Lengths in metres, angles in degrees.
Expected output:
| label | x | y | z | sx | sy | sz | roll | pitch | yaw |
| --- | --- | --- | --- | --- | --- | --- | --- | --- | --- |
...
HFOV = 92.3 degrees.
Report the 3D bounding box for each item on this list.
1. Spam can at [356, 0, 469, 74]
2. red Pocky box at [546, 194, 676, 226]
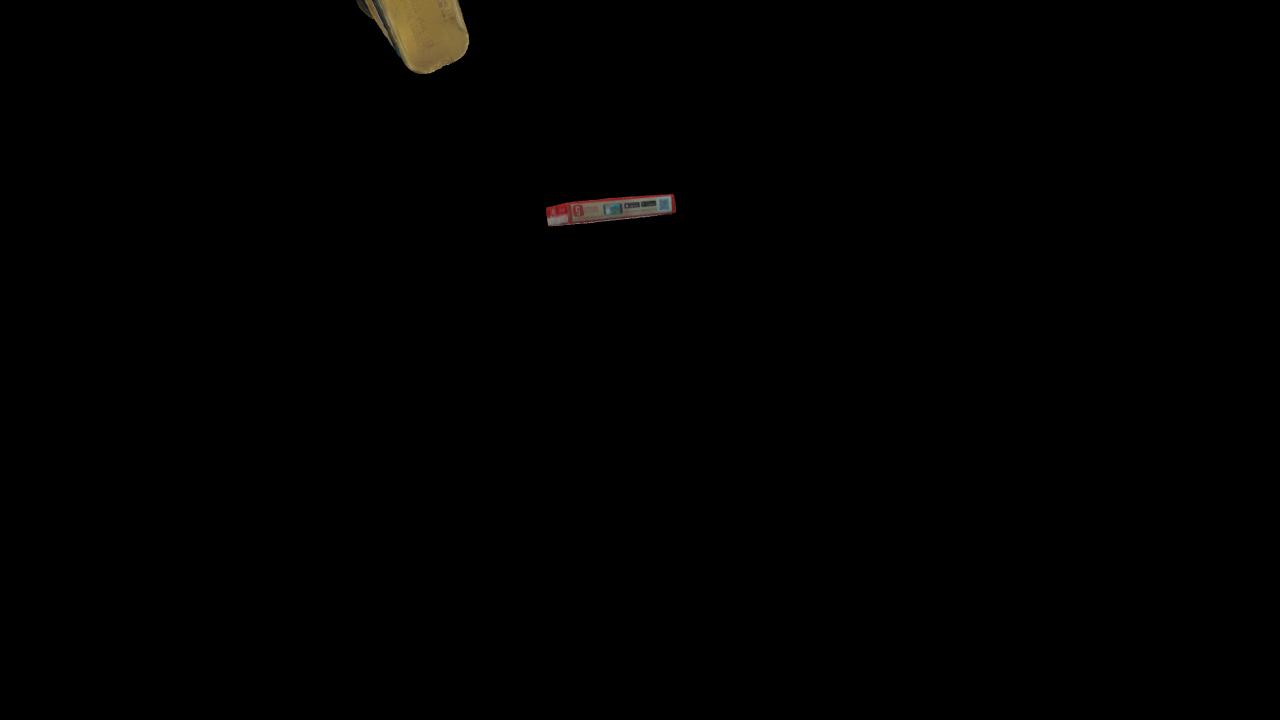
| label | x | y | z | sx | sy | sz | roll | pitch | yaw |
| --- | --- | --- | --- | --- | --- | --- | --- | --- | --- |
| Spam can | -0.169 | -0.268 | 0.427 | 0.058 | 0.085 | 0.101 | -30 | -25 | -12 |
| red Pocky box | -0.039 | -0.198 | 0.812 | 0.155 | 0.028 | 0.083 | -12 | 13 | -26 |
